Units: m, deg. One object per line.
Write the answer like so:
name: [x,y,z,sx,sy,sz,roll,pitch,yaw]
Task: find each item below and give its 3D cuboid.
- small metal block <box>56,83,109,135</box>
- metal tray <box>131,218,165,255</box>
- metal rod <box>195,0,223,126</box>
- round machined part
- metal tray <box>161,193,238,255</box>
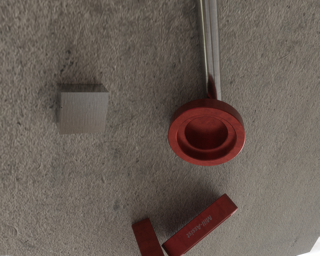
small metal block: [-0.088,-0.022,0.346,0.050,0.025,0.050,-3,120,-27]
metal tray: [-0.004,0.219,0.498,0.030,0.090,0.129,-22,127,-9]
metal rod: [0.063,-0.090,0.387,0.025,0.025,0.298,-23,127,-15]
round machined part: [0.062,0.001,0.413,0.099,0.042,0.097,4,128,6]
metal tray: [0.069,0.167,0.520,0.130,0.030,0.090,-38,159,-4]
